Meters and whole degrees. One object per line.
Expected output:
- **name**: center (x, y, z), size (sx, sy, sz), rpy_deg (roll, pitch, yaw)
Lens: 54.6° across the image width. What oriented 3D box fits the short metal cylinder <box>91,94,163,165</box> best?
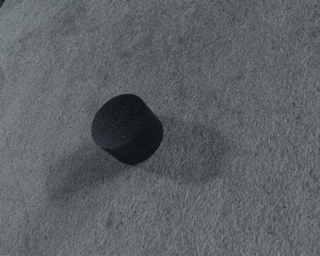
- **short metal cylinder**: center (-0.043, 0.002, 0.410), size (0.080, 0.050, 0.080), rpy_deg (-13, 56, 21)
